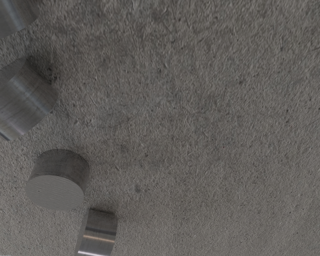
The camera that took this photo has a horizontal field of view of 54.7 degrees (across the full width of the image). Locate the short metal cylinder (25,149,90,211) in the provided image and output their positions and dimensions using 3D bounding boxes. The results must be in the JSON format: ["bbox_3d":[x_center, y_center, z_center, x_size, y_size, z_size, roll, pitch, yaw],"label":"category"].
[{"bbox_3d":[-0.148,0.077,0.454,0.081,0.050,0.079,0,130,0],"label":"short metal cylinder"}]

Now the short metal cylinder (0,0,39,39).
[{"bbox_3d":[-0.157,-0.113,0.273,0.080,0.080,0.050,-9,130,7],"label":"short metal cylinder"}]

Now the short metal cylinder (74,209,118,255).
[{"bbox_3d":[-0.109,0.183,0.526,0.050,0.080,0.079,18,128,-14],"label":"short metal cylinder"}]

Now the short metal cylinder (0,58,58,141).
[{"bbox_3d":[-0.162,-0.032,0.342,0.080,0.080,0.050,-23,126,18],"label":"short metal cylinder"}]
